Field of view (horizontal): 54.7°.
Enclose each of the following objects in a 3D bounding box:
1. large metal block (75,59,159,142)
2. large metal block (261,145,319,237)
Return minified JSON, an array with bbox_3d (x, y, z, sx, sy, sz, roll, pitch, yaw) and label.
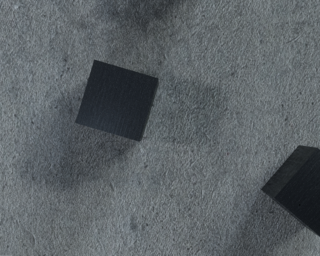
[{"bbox_3d":[-0.052,-0.033,0.397,0.080,0.050,0.080,17,90,0],"label":"large metal block"},{"bbox_3d":[0.195,0.080,0.399,0.080,0.050,0.080,41,90,0],"label":"large metal block"}]
